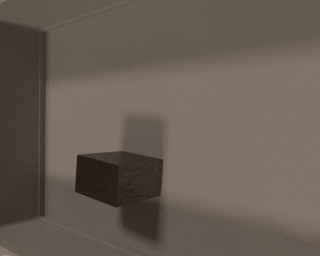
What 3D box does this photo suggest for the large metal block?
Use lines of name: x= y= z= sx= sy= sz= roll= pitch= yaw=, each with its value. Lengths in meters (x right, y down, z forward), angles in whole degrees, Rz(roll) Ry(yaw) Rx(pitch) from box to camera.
large metal block: x=-0.054 y=0.064 z=0.413 sx=0.080 sy=0.081 sz=0.050 roll=7 pitch=95 yaw=39
